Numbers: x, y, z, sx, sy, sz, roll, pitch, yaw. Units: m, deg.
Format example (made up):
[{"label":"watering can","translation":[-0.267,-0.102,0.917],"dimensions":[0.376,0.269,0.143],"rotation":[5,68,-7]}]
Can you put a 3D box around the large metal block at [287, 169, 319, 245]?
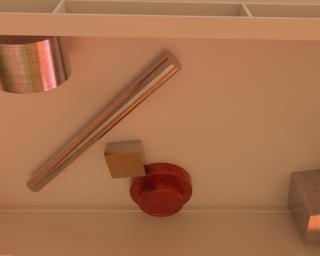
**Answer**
[{"label":"large metal block","translation":[0.240,0.122,0.481],"dimensions":[0.050,0.080,0.080],"rotation":[-8,130,7]}]

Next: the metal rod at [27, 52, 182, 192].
[{"label":"metal rod","translation":[-0.090,0.007,0.413],"dimensions":[0.025,0.025,0.299],"rotation":[37,121,-27]}]

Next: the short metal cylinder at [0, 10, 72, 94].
[{"label":"short metal cylinder","translation":[-0.132,-0.077,0.306],"dimensions":[0.081,0.080,0.050],"rotation":[3,130,-3]}]

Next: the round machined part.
[{"label":"round machined part","translation":[0.002,0.103,0.486],"dimensions":[0.099,0.042,0.097],"rotation":[-1,130,0]}]

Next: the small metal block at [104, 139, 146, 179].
[{"label":"small metal block","translation":[-0.049,0.045,0.447],"dimensions":[0.050,0.025,0.050],"rotation":[-6,130,4]}]
